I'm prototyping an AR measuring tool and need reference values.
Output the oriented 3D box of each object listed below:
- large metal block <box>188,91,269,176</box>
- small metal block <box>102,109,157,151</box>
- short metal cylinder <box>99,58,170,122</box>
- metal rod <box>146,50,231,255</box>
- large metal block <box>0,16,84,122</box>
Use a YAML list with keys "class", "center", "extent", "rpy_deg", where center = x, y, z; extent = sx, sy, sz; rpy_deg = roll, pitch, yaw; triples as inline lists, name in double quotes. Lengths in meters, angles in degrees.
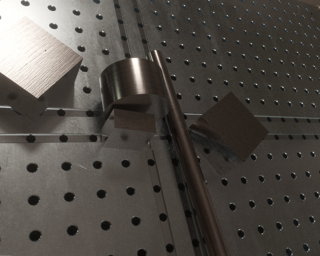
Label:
- class: "large metal block"
  center: [0.094, 0.007, 0.441]
  extent: [0.080, 0.050, 0.080]
  rpy_deg: [48, 51, 5]
- class: "small metal block"
  center: [-0.038, 0.004, 0.370]
  extent: [0.050, 0.050, 0.025]
  rpy_deg: [8, 59, -25]
- class: "short metal cylinder"
  center: [-0.032, -0.041, 0.382]
  extent: [0.081, 0.080, 0.050]
  rpy_deg: [3, 61, -27]
- class: "metal rod"
  center: [0.031, 0.021, 0.413]
  extent: [0.025, 0.025, 0.299]
  rpy_deg: [-2, 63, -30]
- class: "large metal block"
  center: [-0.150, -0.068, 0.354]
  extent: [0.080, 0.050, 0.080]
  rpy_deg: [36, 51, -5]
